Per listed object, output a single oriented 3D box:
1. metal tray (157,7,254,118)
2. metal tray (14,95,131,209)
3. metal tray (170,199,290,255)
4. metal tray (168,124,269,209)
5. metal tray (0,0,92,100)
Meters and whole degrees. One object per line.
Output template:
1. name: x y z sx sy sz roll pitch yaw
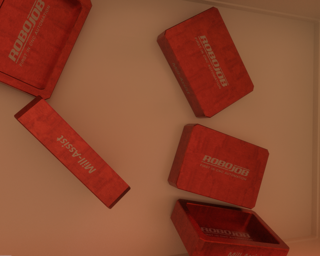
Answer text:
1. metal tray: 0.065 -0.090 0.433 0.091 0.030 0.130 -32 101 -18
2. metal tray: -0.096 0.025 0.340 0.030 0.090 0.130 -45 105 -14
3. metal tray: 0.089 0.137 0.407 0.131 0.090 0.030 13 104 -20
4. metal tray: 0.086 0.055 0.441 0.131 0.030 0.090 19 83 -19
5. metal tray: -0.143 -0.106 0.341 0.090 0.030 0.130 27 82 -35
